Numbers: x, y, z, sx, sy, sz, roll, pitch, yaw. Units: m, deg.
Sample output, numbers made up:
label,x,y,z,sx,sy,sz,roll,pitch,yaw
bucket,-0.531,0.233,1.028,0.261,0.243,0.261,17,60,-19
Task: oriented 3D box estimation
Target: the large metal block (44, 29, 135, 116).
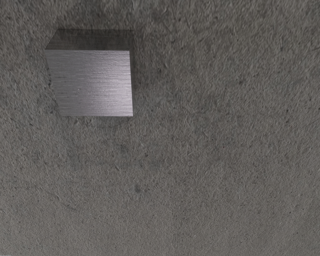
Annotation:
label,x,y,z,sx,sy,sz,roll,pitch,yaw
large metal block,-0.070,-0.060,0.339,0.081,0.050,0.079,0,130,-1
